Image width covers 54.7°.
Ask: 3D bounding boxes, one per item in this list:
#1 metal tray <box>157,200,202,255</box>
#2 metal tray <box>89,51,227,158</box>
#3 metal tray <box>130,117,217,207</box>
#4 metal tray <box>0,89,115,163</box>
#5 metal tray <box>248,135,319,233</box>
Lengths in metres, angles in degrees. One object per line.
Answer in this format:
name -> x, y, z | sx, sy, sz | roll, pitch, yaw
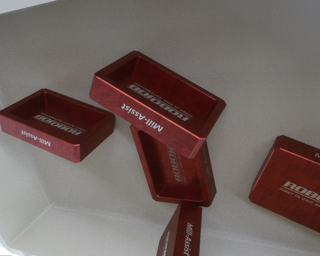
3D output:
metal tray -> 0.018, 0.165, 0.384 | 0.030, 0.130, 0.089 | 22, 119, -1
metal tray -> 0.001, -0.032, 0.346 | 0.130, 0.090, 0.030 | 31, 128, 8
metal tray -> 0.020, 0.044, 0.422 | 0.090, 0.030, 0.129 | -1, 118, 28
metal tray -> -0.142, -0.008, 0.436 | 0.130, 0.090, 0.030 | 20, 126, 16
metal tray -> 0.181, 0.073, 0.355 | 0.130, 0.030, 0.089 | 23, 127, 14
